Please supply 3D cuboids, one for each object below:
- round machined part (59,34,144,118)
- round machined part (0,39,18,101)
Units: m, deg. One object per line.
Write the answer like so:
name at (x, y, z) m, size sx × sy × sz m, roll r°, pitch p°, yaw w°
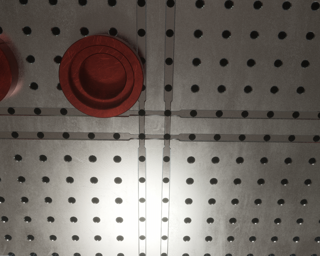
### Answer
round machined part at (-0.068, -0.065, 0.380) m, size 0.099 × 0.042 × 0.097 m, roll 0°, pitch 110°, yaw -1°
round machined part at (-0.230, -0.070, 0.375) m, size 0.099 × 0.042 × 0.097 m, roll 0°, pitch 110°, yaw -1°
